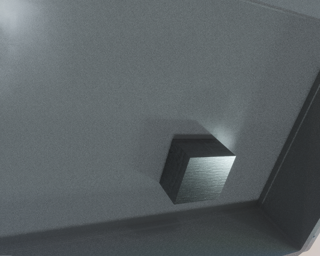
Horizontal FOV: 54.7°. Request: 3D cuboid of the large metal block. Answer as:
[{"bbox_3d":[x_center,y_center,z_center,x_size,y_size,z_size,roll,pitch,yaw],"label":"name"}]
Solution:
[{"bbox_3d":[0.054,0.063,0.463,0.081,0.050,0.079,1,118,-29],"label":"large metal block"}]
